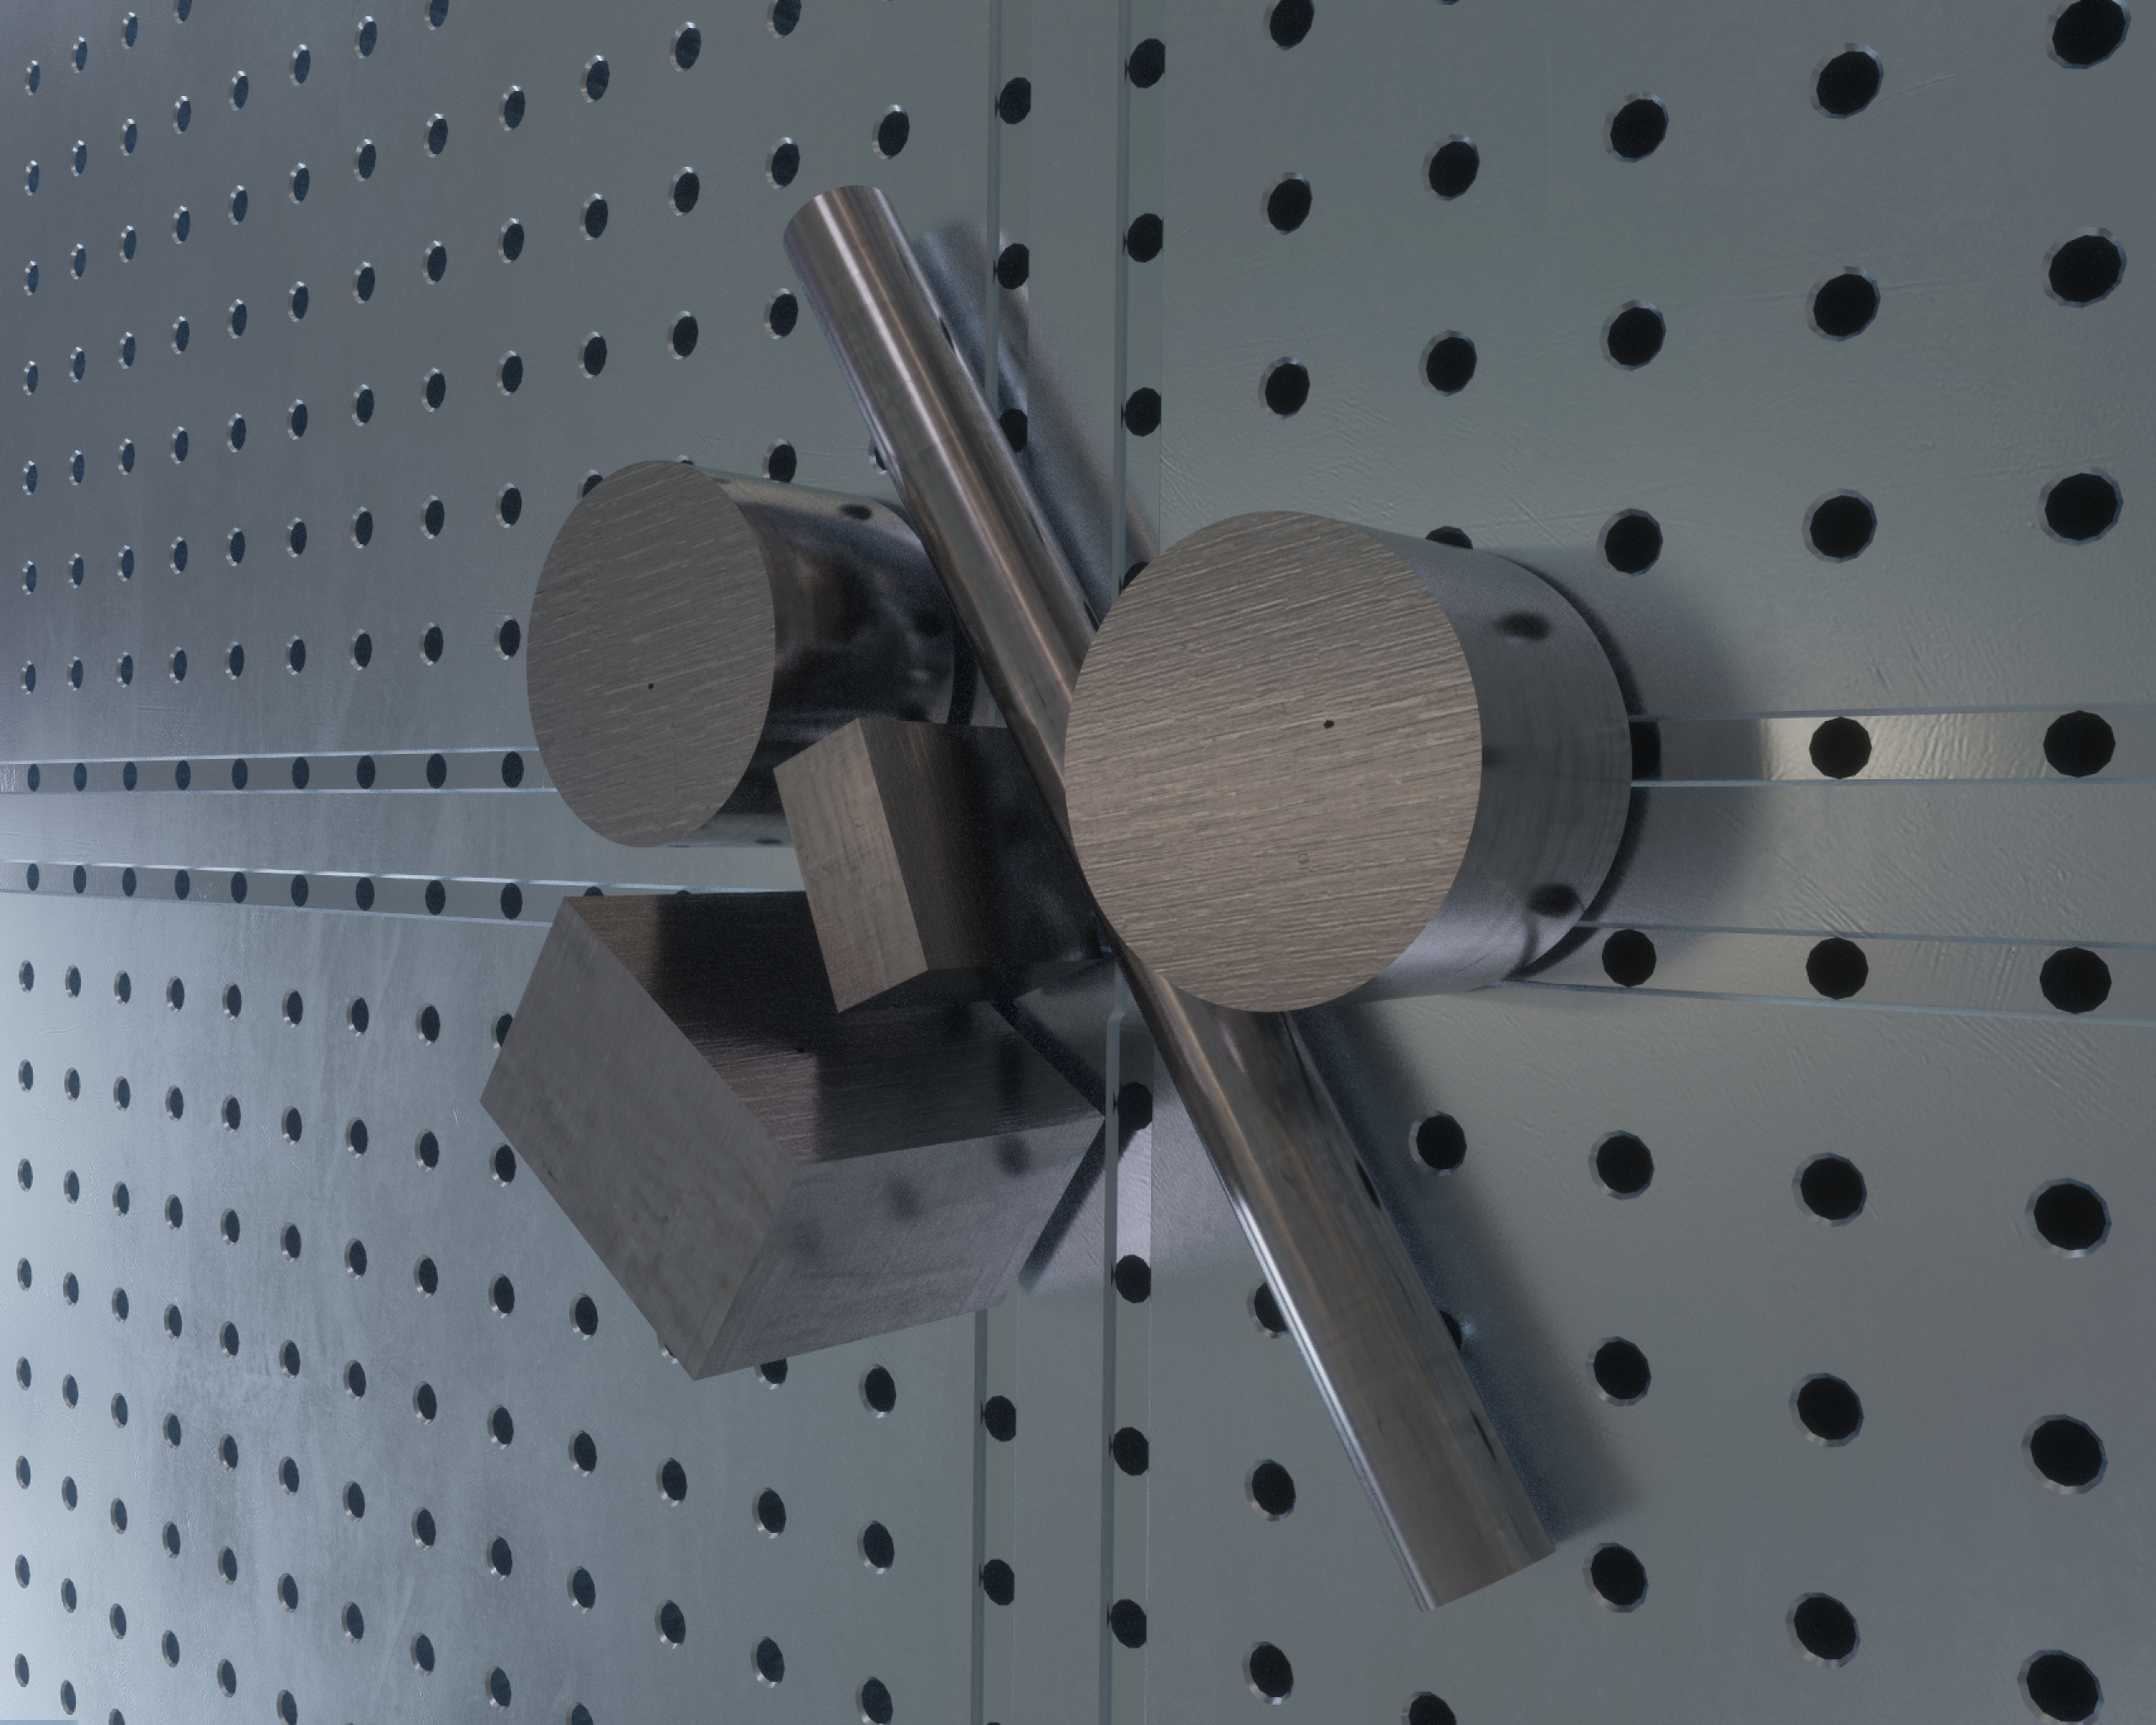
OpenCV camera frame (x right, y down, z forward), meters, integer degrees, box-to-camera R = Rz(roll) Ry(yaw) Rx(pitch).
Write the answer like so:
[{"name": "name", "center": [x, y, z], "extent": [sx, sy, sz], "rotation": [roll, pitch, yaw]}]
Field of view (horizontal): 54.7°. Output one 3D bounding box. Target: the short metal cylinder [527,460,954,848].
[{"name": "short metal cylinder", "center": [-0.073, -0.043, 0.449], "extent": [0.080, 0.050, 0.079], "rotation": [0, 90, 40]}]

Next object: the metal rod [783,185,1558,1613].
[{"name": "metal rod", "center": [0.009, -0.008, 0.397], "extent": [0.025, 0.025, 0.299], "rotation": [-38, 67, 33]}]

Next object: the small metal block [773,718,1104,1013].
[{"name": "small metal block", "center": [-0.027, 0.001, 0.410], "extent": [0.025, 0.050, 0.050], "rotation": [-27, 73, 37]}]

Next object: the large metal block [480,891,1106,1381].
[{"name": "large metal block", "center": [-0.057, 0.049, 0.414], "extent": [0.080, 0.081, 0.050], "rotation": [42, 116, 32]}]

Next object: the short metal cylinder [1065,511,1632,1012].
[{"name": "short metal cylinder", "center": [0.045, -0.016, 0.351], "extent": [0.080, 0.050, 0.079], "rotation": [0, 90, 40]}]
